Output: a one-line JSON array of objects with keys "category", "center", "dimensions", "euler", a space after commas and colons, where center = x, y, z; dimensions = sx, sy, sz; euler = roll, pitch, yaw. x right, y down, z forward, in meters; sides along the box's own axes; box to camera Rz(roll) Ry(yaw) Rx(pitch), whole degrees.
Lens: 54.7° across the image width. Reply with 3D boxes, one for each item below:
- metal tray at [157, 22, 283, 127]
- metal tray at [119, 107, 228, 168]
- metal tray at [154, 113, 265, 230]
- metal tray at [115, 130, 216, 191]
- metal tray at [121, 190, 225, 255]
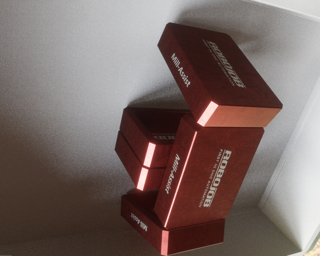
[{"category": "metal tray", "center": [0.060, -0.059, 0.334], "dimensions": [0.091, 0.130, 0.030], "euler": [0, 138, -29]}, {"category": "metal tray", "center": [0.026, 0.008, 0.385], "dimensions": [0.131, 0.090, 0.030], "euler": [1, 118, -29]}, {"category": "metal tray", "center": [0.052, 0.049, 0.345], "dimensions": [0.091, 0.030, 0.129], "euler": [0, 118, -30]}, {"category": "metal tray", "center": [0.018, 0.036, 0.398], "dimensions": [0.131, 0.090, 0.030], "euler": [1, 118, -29]}, {"category": "metal tray", "center": [0.012, 0.120, 0.418], "dimensions": [0.091, 0.130, 0.030], "euler": [0, 97, -29]}]
